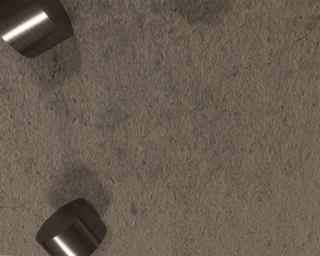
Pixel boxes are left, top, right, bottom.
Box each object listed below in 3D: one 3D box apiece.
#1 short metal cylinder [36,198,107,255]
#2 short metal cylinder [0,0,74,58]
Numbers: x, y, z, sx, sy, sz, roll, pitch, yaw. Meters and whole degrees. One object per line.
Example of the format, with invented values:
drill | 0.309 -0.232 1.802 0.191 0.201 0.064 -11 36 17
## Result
short metal cylinder | -0.123 0.145 0.432 0.080 0.080 0.050 -29 108 10
short metal cylinder | -0.139 -0.123 0.333 0.050 0.080 0.080 -27 108 9
